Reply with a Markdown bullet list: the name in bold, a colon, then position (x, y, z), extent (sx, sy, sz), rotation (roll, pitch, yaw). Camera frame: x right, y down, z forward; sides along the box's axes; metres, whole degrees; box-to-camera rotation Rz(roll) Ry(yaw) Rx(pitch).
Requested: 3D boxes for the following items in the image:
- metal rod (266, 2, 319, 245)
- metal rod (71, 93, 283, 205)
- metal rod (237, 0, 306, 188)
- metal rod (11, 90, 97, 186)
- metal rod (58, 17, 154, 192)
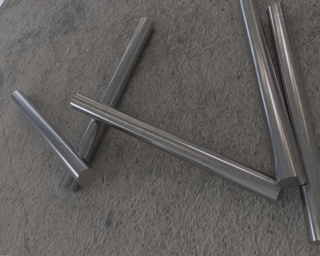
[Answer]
- **metal rod**: position (0.150, -0.030, 0.343), extent (0.025, 0.025, 0.299), rotation (-11, 57, 22)
- **metal rod**: position (-0.001, 0.012, 0.378), extent (0.300, 0.025, 0.025), rotation (23, 74, 30)
- **metal rod**: position (0.123, -0.072, 0.370), extent (0.025, 0.025, 0.300), rotation (-14, 52, 20)
- **metal rod**: position (-0.176, 0.000, 0.475), extent (0.025, 0.025, 0.300), rotation (-50, 45, -7)
- **metal rod**: position (-0.073, -0.048, 0.471), extent (0.025, 0.025, 0.300), rotation (8, 66, 32)
